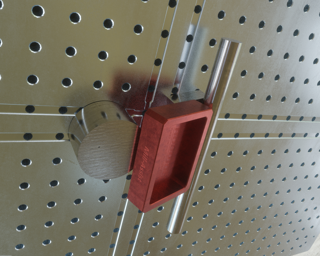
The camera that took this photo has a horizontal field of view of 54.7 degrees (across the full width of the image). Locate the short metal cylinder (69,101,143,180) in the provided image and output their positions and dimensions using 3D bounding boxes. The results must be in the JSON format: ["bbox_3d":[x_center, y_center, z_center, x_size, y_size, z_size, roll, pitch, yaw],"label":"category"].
[{"bbox_3d":[-0.063,0.014,0.370,0.081,0.050,0.079,-14,125,-21],"label":"short metal cylinder"}]

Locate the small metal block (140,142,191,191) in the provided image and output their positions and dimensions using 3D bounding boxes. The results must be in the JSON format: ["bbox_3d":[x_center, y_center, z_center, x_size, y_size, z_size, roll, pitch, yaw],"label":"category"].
[{"bbox_3d":[0.009,0.057,0.452,0.050,0.025,0.050,-43,130,1],"label":"small metal block"}]

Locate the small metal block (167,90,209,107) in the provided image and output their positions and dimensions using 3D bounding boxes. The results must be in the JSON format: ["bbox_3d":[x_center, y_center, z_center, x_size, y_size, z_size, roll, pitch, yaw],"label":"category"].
[{"bbox_3d":[0.037,-0.020,0.421,0.050,0.025,0.050,-14,125,-21],"label":"small metal block"}]

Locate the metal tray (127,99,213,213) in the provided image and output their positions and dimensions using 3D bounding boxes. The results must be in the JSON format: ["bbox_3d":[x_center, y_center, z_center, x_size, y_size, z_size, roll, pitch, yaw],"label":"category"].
[{"bbox_3d":[0.012,0.034,0.386,0.091,0.030,0.129,-15,127,-44],"label":"metal tray"}]

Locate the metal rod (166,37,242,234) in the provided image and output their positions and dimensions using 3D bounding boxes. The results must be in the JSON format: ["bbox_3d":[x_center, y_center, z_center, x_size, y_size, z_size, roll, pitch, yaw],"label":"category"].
[{"bbox_3d":[0.053,0.028,0.426,0.025,0.025,0.298,-1,119,-28],"label":"metal rod"}]
